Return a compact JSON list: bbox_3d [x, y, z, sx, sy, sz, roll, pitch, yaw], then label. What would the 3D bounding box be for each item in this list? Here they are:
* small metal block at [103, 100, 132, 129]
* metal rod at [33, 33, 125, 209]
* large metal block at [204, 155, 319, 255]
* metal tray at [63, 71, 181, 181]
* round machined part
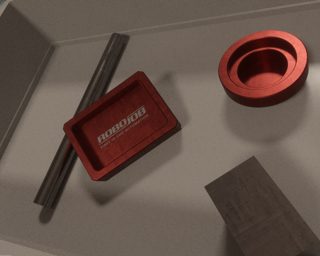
[{"bbox_3d":[-0.063,-0.023,0.451,0.050,0.025,0.050,-36,51,4],"label":"small metal block"},{"bbox_3d":[-0.116,-0.025,0.480,0.025,0.025,0.300,5,64,30],"label":"metal rod"},{"bbox_3d":[0.091,0.083,0.271,0.050,0.080,0.080,-34,52,6],"label":"large metal block"},{"bbox_3d":[-0.050,-0.001,0.406,0.130,0.030,0.090,-35,75,4],"label":"metal tray"},{"bbox_3d":[0.124,-0.065,0.370,0.098,0.042,0.098,-13,56,20],"label":"round machined part"}]
